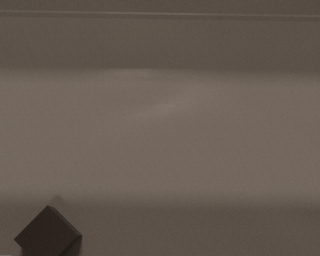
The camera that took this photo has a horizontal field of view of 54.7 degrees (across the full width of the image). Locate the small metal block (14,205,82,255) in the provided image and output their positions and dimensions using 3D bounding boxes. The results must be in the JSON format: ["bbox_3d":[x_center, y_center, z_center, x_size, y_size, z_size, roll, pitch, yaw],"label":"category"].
[{"bbox_3d":[-0.129,0.128,0.361,0.050,0.025,0.050,40,74,13],"label":"small metal block"}]
